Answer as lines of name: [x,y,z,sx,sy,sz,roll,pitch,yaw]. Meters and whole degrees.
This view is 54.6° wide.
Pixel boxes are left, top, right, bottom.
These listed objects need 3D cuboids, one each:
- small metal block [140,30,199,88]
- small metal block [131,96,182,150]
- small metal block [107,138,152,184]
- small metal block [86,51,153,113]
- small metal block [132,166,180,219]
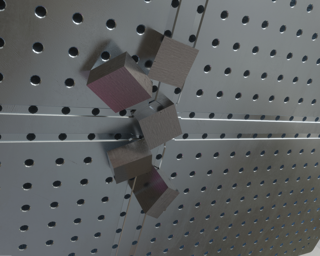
small metal block: [0.010,-0.080,0.367,0.050,0.025,0.050,12,112,-34]
small metal block: [-0.003,-0.006,0.405,0.050,0.025,0.050,-27,128,-12]
small metal block: [-0.039,0.044,0.403,0.050,0.025,0.050,-19,151,-15]
small metal block: [-0.043,-0.049,0.342,0.050,0.025,0.050,-21,134,24]
small metal block: [-0.007,0.092,0.448,0.025,0.050,0.050,34,99,-38]
